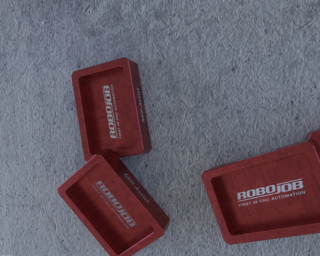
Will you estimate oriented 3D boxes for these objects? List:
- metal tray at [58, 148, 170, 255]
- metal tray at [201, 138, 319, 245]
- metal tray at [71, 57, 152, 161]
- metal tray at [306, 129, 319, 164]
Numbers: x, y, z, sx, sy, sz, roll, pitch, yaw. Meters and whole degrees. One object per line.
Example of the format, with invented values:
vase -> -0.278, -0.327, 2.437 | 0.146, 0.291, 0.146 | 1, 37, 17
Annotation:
metal tray -> -0.062, 0.103, 0.409 | 0.090, 0.030, 0.130 | -40, 89, 21
metal tray -> 0.121, 0.074, 0.346 | 0.130, 0.030, 0.090 | -23, 83, 33
metal tray -> -0.068, -0.023, 0.430 | 0.090, 0.030, 0.129 | -11, 86, 19
metal tray -> 0.236, 0.022, 0.323 | 0.130, 0.030, 0.090 | -25, 82, 18
